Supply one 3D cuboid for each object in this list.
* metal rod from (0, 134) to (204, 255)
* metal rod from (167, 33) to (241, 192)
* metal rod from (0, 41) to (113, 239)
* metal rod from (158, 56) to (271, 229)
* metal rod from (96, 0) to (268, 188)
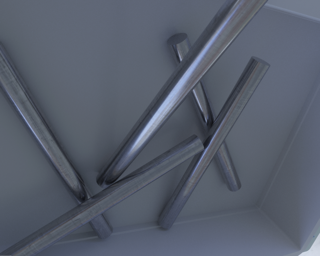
[{"bbox_3d":[-0.074,0.094,0.392,0.302,0.025,0.025,-31,129,-12],"label":"metal rod"},{"bbox_3d":[0.075,-0.001,0.451,0.025,0.025,0.299,-34,129,-6],"label":"metal rod"},{"bbox_3d":[-0.118,0.041,0.369,0.025,0.025,0.299,-27,128,-12],"label":"metal rod"},{"bbox_3d":[0.065,0.038,0.443,0.025,0.025,0.298,6,124,-32],"label":"metal rod"},{"bbox_3d":[-0.001,-0.017,0.319,0.025,0.025,0.298,8,140,-32],"label":"metal rod"}]
